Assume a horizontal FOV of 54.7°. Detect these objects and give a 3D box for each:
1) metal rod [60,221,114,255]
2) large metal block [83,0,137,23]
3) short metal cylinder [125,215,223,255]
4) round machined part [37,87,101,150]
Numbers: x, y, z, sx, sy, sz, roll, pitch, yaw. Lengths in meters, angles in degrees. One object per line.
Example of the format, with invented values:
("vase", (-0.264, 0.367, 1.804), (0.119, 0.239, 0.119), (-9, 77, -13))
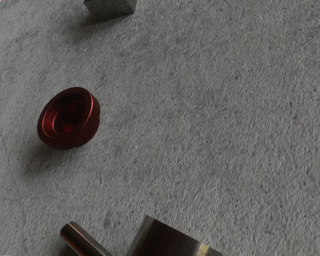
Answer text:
("metal rod", (-0.002, 0.177, 0.295), (0.300, 0.025, 0.025), (25, 75, 36))
("large metal block", (-0.089, -0.256, 0.589), (0.080, 0.050, 0.080), (-7, 59, 24))
("short metal cylinder", (0.011, 0.122, 0.287), (0.080, 0.080, 0.050), (16, 71, 34))
("round machined part", (-0.131, -0.010, 0.466), (0.098, 0.042, 0.098), (-13, 56, 20))
